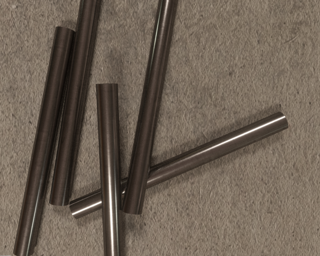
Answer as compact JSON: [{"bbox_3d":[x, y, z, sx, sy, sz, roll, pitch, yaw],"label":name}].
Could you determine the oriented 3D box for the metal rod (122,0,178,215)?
[{"bbox_3d":[-0.010,-0.043,0.395,0.025,0.025,0.298,10,84,-1],"label":"metal rod"}]

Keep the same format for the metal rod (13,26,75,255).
[{"bbox_3d":[-0.152,0.017,0.407,0.025,0.025,0.298,11,90,-1],"label":"metal rod"}]

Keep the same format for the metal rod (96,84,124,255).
[{"bbox_3d":[-0.060,0.095,0.384,0.025,0.025,0.298,-1,100,-1],"label":"metal rod"}]

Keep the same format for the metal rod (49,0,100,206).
[{"bbox_3d":[-0.110,-0.048,0.408,0.025,0.025,0.298,9,90,-1],"label":"metal rod"}]

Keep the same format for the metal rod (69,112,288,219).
[{"bbox_3d":[0.025,0.049,0.410,0.301,0.025,0.025,-23,90,-1],"label":"metal rod"}]
